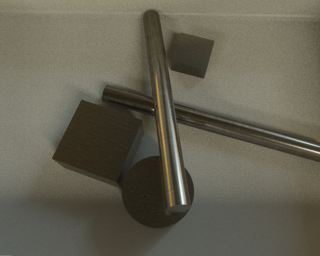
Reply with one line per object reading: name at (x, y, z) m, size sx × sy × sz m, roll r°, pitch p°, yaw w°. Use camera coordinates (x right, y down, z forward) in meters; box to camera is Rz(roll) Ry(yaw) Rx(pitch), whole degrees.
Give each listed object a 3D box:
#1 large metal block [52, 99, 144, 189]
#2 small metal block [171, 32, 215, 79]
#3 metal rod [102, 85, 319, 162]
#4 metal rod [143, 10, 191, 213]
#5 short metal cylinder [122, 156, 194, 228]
large metal block at (-0.073, 0.021, 0.388) m, size 0.080 × 0.050 × 0.080 m, roll 19°, pitch 71°, yaw 6°
small metal block at (0.047, -0.105, 0.449) m, size 0.050 × 0.025 × 0.050 m, roll 16°, pitch 71°, yaw 5°
metal rod at (0.069, -0.007, 0.412) m, size 0.301 × 0.025 × 0.025 m, roll 16°, pitch 71°, yaw 5°
metal rod at (0.003, -0.044, 0.392) m, size 0.025 × 0.025 × 0.299 m, roll -6°, pitch 58°, yaw -3°
short metal cylinder at (-0.002, 0.078, 0.368) m, size 0.081 × 0.050 × 0.080 m, roll 0°, pitch 70°, yaw 0°
